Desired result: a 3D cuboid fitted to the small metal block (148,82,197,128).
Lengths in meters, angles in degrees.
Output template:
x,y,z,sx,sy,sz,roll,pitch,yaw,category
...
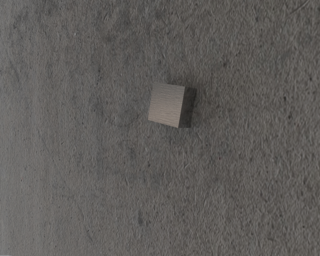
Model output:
x,y,z,sx,sy,sz,roll,pitch,yaw,category
0.015,-0.030,0.394,0.050,0.025,0.050,15,100,39,small metal block
